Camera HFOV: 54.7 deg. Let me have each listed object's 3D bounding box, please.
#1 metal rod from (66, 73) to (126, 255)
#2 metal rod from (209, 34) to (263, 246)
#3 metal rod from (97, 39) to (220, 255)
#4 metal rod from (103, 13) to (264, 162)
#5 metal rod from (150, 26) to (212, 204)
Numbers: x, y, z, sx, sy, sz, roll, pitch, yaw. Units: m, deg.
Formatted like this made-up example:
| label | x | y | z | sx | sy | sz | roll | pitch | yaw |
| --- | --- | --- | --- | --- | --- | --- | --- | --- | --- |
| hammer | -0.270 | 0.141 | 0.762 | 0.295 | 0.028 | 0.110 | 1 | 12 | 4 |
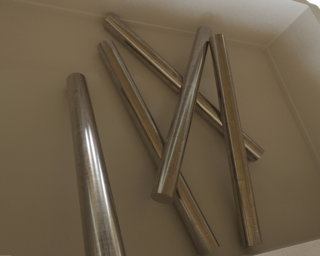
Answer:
| label | x | y | z | sx | sy | sz | roll | pitch | yaw |
| --- | --- | --- | --- | --- | --- | --- | --- | --- | --- |
| metal rod | -0.062 | 0.027 | 0.271 | 0.025 | 0.025 | 0.300 | 7 | 32 | -25 |
| metal rod | 0.100 | 0.003 | 0.428 | 0.025 | 0.025 | 0.299 | 5 | 69 | -26 |
| metal rod | -0.010 | 0.012 | 0.392 | 0.025 | 0.025 | 0.299 | -16 | 70 | -34 |
| metal rod | 0.034 | -0.060 | 0.460 | 0.300 | 0.025 | 0.025 | 42 | 51 | 1 |
| metal rod | 0.037 | -0.041 | 0.416 | 0.025 | 0.025 | 0.300 | 26 | 52 | -12 |
